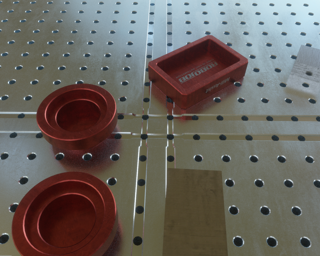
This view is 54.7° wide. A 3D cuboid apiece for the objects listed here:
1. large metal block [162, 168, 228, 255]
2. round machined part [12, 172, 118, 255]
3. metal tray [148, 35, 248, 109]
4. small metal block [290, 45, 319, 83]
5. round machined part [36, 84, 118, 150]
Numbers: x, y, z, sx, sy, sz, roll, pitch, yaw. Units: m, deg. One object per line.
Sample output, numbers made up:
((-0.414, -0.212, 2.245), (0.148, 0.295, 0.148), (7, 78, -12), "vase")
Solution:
((0.030, 0.094, 0.293), (0.050, 0.080, 0.080), (3, 50, 2), "large metal block")
((-0.092, 0.097, 0.314), (0.099, 0.042, 0.098), (0, 50, 0), "round machined part")
((0.059, -0.091, 0.480), (0.131, 0.030, 0.090), (-30, 56, -23), "metal tray")
((0.243, -0.103, 0.496), (0.050, 0.025, 0.050), (21, 53, 16), "small metal block")
((-0.104, -0.010, 0.404), (0.099, 0.042, 0.098), (0, 50, 0), "round machined part")
